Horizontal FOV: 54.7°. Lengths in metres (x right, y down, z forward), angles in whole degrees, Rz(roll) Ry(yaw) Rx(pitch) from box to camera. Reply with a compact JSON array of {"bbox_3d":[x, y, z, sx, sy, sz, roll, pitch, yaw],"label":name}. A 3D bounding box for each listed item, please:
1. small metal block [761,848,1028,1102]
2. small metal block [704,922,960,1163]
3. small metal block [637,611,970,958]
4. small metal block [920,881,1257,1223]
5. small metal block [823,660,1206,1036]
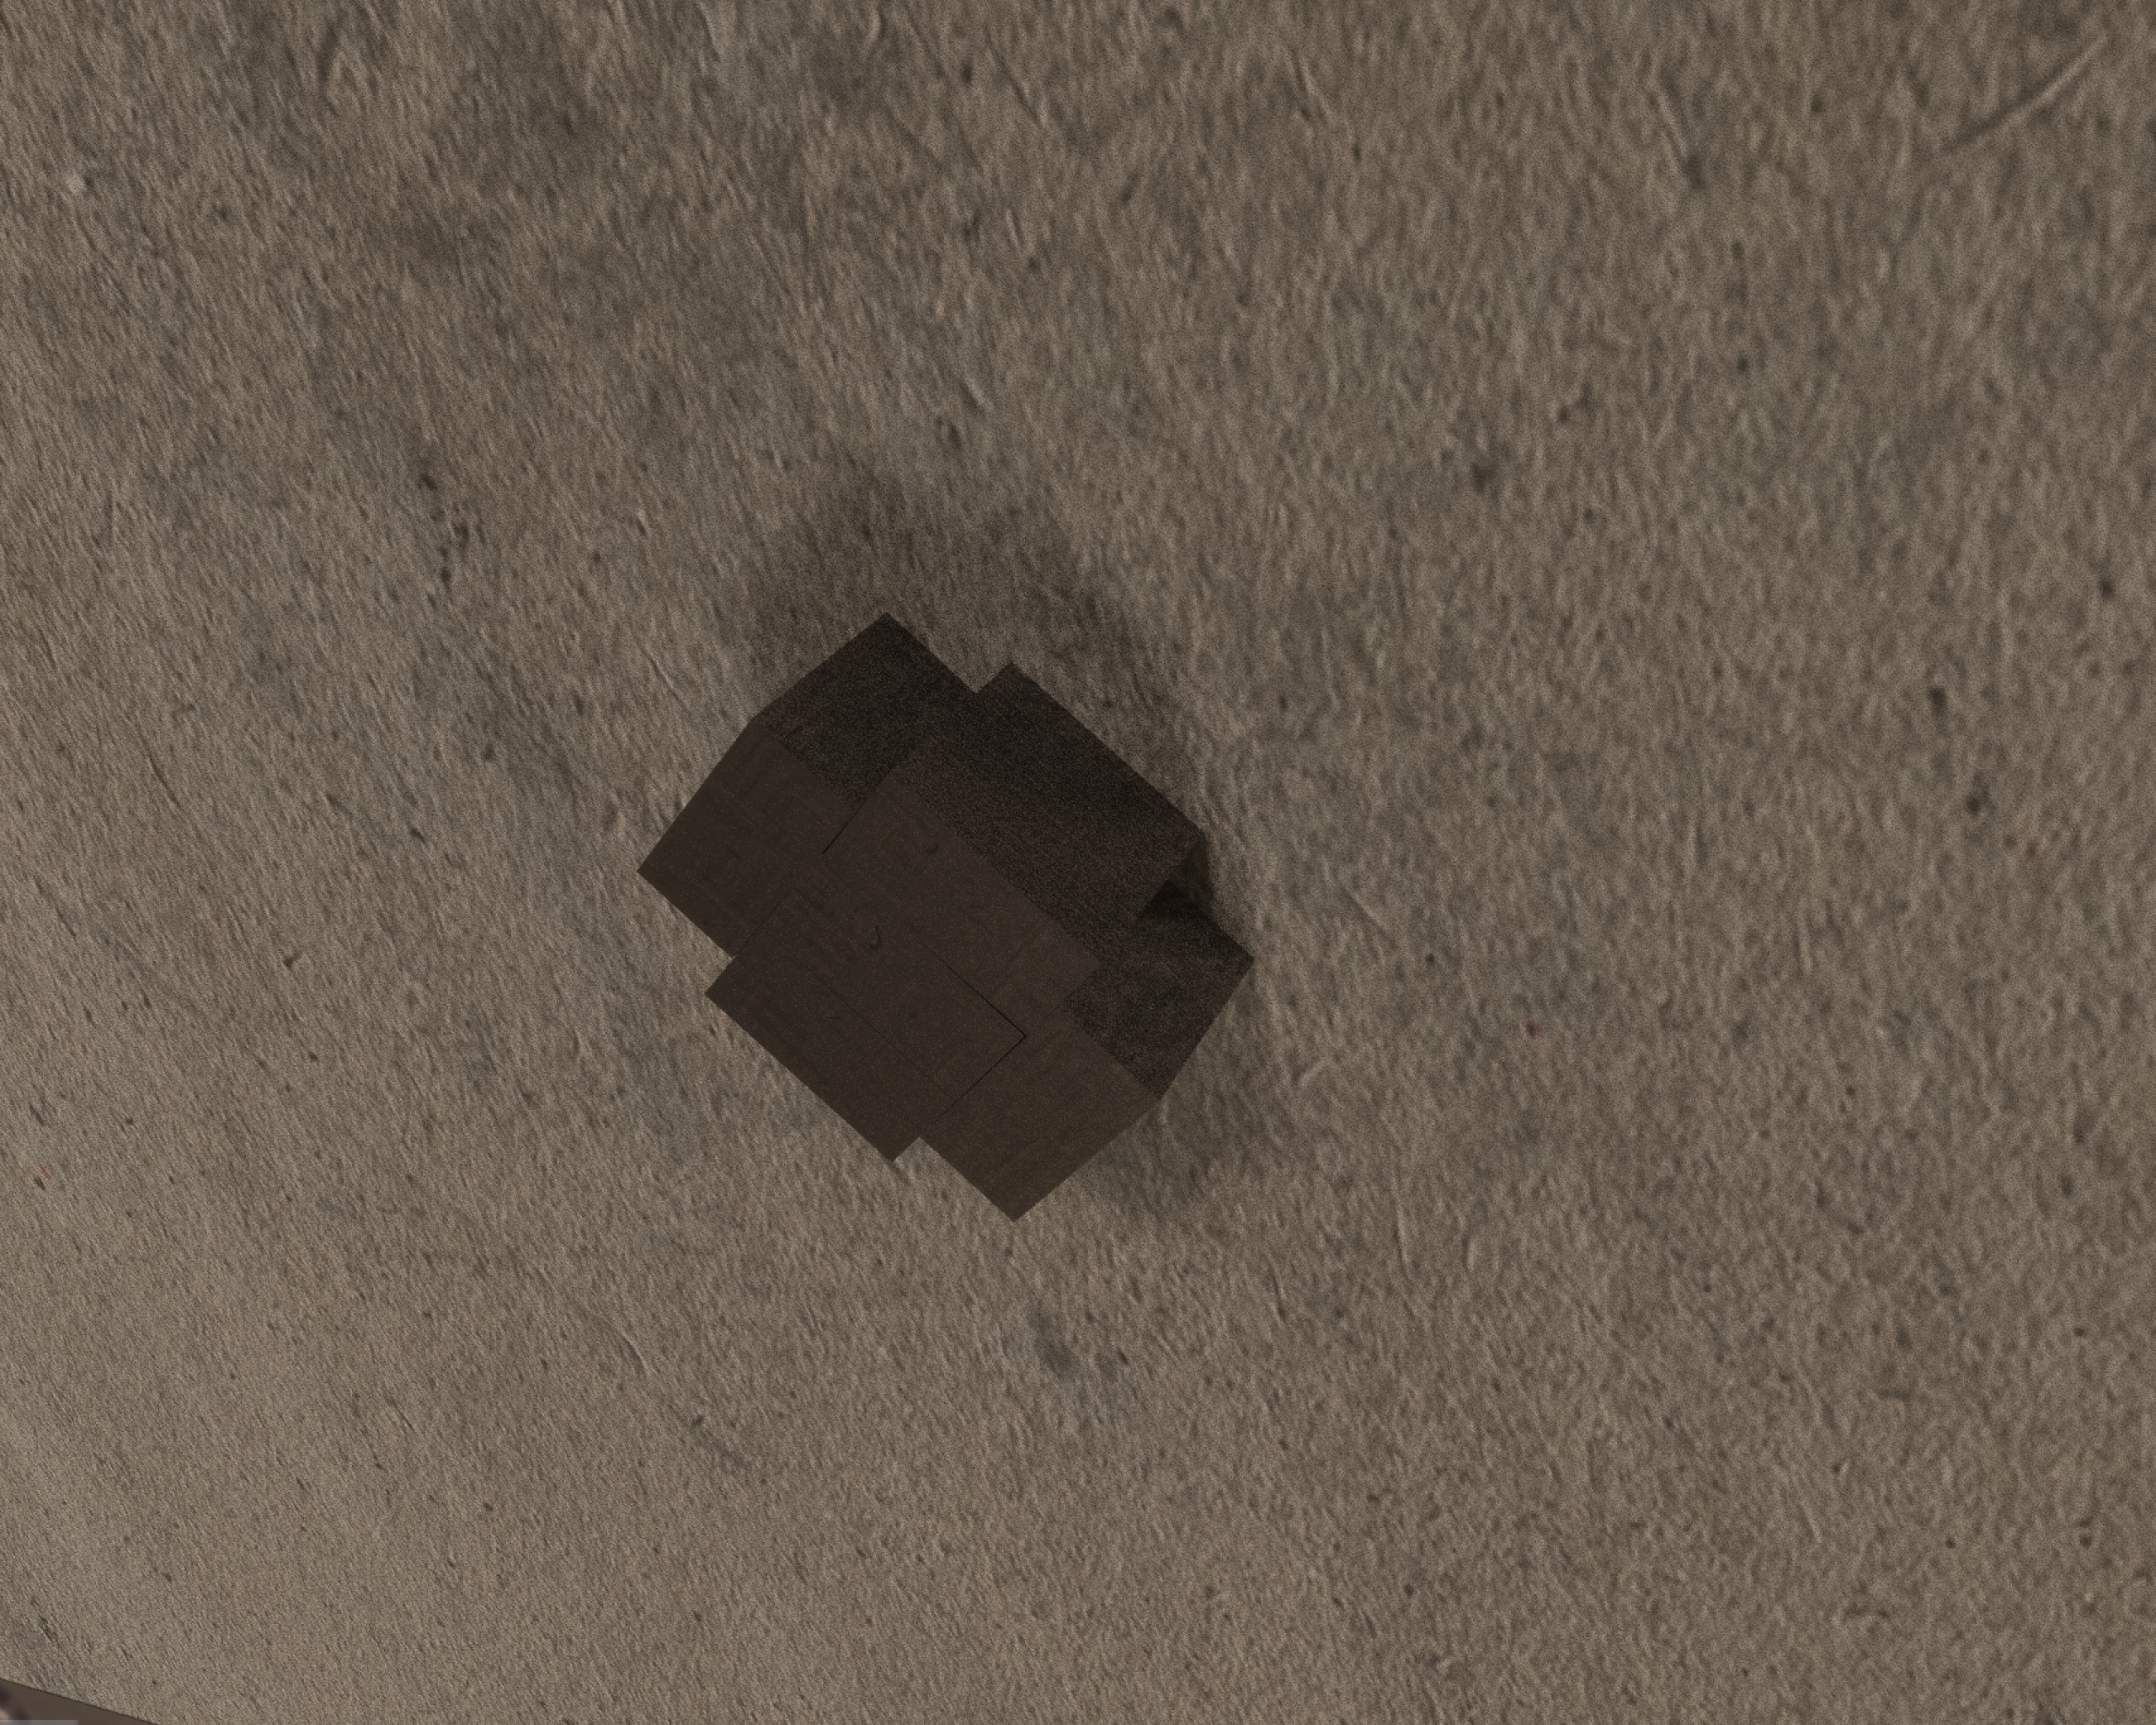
[{"bbox_3d":[-0.025,0.010,0.409,0.050,0.050,0.025,43,129,-2],"label":"small metal block"},{"bbox_3d":[-0.038,0.024,0.425,0.050,0.050,0.025,43,129,-2],"label":"small metal block"},{"bbox_3d":[-0.052,-0.016,0.408,0.025,0.050,0.050,43,129,-2],"label":"small metal block"},{"bbox_3d":[0.002,0.036,0.411,0.025,0.050,0.050,43,129,-2],"label":"small metal block"},{"bbox_3d":[-0.011,-0.004,0.393,0.050,0.050,0.025,42,129,-1],"label":"small metal block"}]
